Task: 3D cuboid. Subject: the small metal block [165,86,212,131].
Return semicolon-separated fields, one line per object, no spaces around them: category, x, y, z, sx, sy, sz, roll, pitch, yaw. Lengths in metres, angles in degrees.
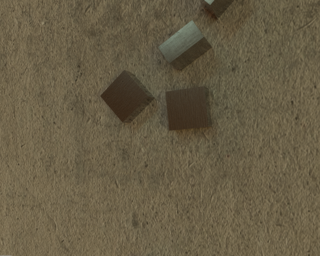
small metal block;0.037;-0.024;0.396;0.050;0.025;0.050;-6;88;19

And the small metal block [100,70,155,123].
small metal block;-0.044;-0.043;0.425;0.050;0.025;0.050;-44;76;14

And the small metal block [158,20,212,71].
small metal block;0.033;-0.100;0.384;0.050;0.050;0.025;-35;79;16

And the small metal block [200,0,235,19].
small metal block;0.073;-0.165;0.370;0.025;0.050;0.050;46;104;14
